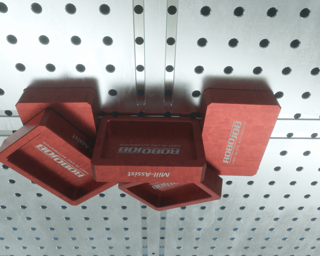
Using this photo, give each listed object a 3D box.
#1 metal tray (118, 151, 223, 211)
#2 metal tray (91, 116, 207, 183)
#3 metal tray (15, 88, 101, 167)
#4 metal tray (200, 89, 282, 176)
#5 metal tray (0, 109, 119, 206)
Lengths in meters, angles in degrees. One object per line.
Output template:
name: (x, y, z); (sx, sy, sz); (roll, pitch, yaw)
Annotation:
metal tray: (0.013, 0.082, 0.454); (0.130, 0.030, 0.090); (-24, 129, 40)
metal tray: (-0.013, 0.024, 0.388); (0.131, 0.090, 0.030); (1, 130, -2)
metal tray: (-0.125, 0.009, 0.414); (0.091, 0.030, 0.129); (-1, 131, 0)
metal tray: (0.097, 0.011, 0.418); (0.091, 0.030, 0.129); (2, 130, -3)
metal tray: (-0.127, 0.044, 0.403); (0.090, 0.030, 0.130); (-31, 125, 23)
